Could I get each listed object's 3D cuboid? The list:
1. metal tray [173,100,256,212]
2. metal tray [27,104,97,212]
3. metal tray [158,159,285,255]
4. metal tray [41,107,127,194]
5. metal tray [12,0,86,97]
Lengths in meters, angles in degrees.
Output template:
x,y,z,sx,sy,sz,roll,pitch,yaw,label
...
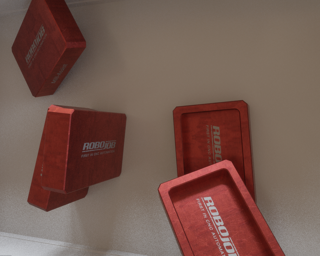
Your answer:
x,y,z,sx,sy,sz,roll,pitch,yaw,label
0.067,0.035,0.383,0.090,0.030,0.129,-5,88,19,metal tray
-0.122,0.037,0.417,0.030,0.090,0.129,16,95,19,metal tray
0.062,0.107,0.327,0.091,0.030,0.130,-19,58,-8,metal tray
-0.087,0.023,0.384,0.030,0.130,0.089,6,92,20,metal tray
-0.160,-0.113,0.433,0.129,0.030,0.090,-37,78,43,metal tray
